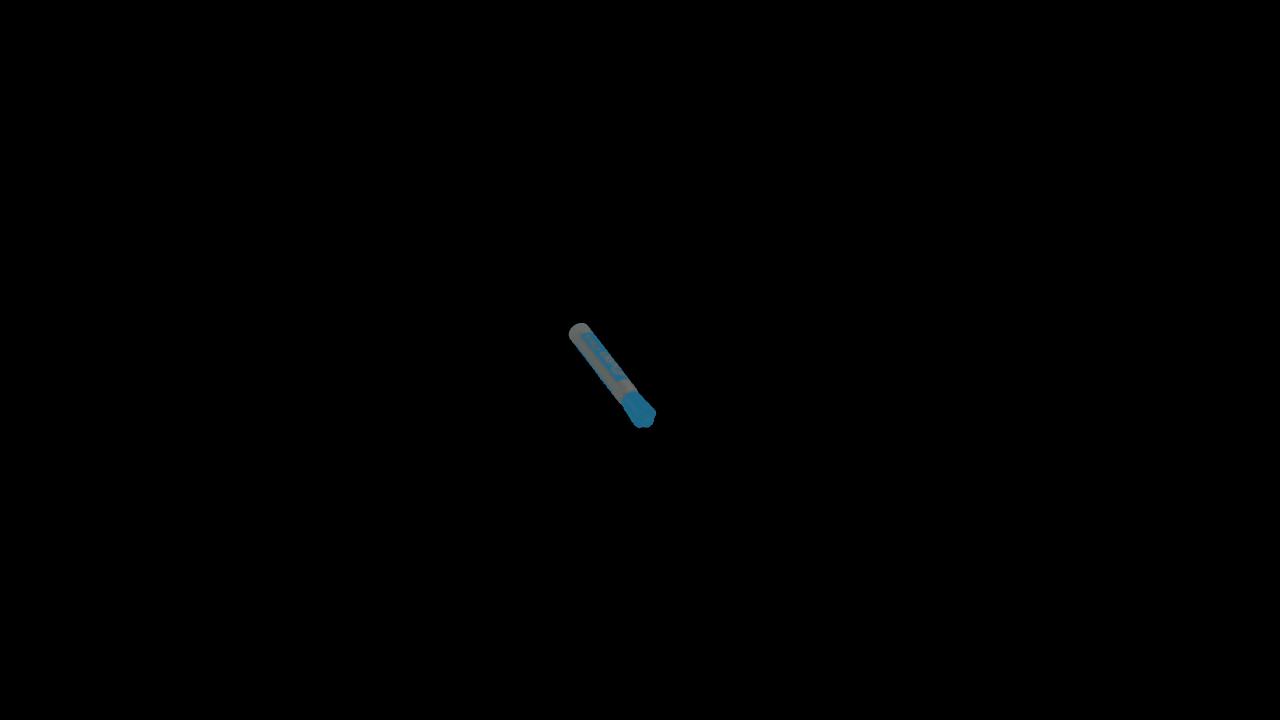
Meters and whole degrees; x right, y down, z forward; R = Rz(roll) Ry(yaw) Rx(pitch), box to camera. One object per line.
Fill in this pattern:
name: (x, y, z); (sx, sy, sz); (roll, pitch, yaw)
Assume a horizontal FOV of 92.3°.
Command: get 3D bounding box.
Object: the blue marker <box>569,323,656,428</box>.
blue marker: (-0.023, 0.011, 0.480); (0.020, 0.020, 0.121); (0, 35, -36)
